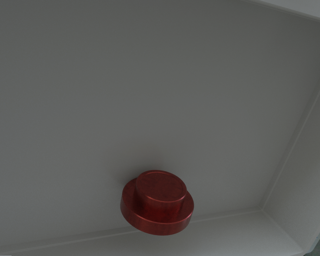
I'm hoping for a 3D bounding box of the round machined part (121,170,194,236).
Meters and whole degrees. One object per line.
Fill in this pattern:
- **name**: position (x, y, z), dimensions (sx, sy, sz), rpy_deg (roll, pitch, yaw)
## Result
- **round machined part**: position (-0.002, 0.093, 0.417), dimensions (0.099, 0.098, 0.042), rpy_deg (-2, 119, -28)
